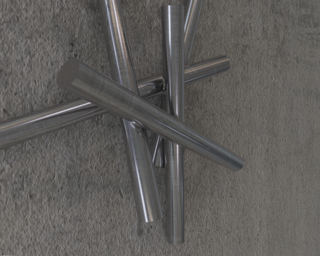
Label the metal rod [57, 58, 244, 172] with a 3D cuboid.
[{"bbox_3d":[0.021,0.005,0.340,0.301,0.025,0.025,27,73,-48],"label":"metal rod"}]

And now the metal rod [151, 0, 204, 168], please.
[{"bbox_3d":[0.028,-0.093,0.427,0.025,0.025,0.299,22,76,-38],"label":"metal rod"}]

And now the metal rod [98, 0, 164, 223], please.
[{"bbox_3d":[-0.038,-0.055,0.326,0.025,0.025,0.299,-4,79,-40],"label":"metal rod"}]

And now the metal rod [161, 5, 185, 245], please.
[{"bbox_3d":[0.018,0.011,0.377,0.025,0.025,0.298,-17,114,-39],"label":"metal rod"}]

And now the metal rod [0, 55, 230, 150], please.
[{"bbox_3d":[-0.031,-0.041,0.357,0.302,0.025,0.025,-23,105,-31],"label":"metal rod"}]
